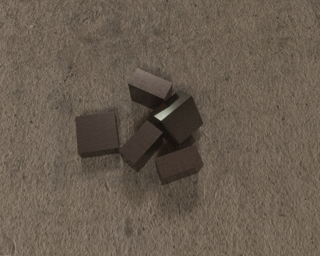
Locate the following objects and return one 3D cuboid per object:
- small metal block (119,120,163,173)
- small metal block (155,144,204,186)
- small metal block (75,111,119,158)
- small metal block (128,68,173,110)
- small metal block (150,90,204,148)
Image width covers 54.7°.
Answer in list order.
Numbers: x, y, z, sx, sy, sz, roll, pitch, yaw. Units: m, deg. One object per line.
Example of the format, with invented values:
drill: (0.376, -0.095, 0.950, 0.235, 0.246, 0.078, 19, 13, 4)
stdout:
small metal block: (-0.022, 0.024, 0.386, 0.025, 0.050, 0.050, 39, 74, 12)
small metal block: (0.022, 0.046, 0.378, 0.050, 0.050, 0.025, -18, 71, -7)
small metal block: (-0.081, 0.009, 0.404, 0.050, 0.025, 0.050, -8, 70, -4)
small metal block: (-0.012, -0.048, 0.412, 0.050, 0.050, 0.025, 24, 72, 8)
small metal block: (0.023, -0.012, 0.397, 0.050, 0.050, 0.025, -40, 40, -13)
